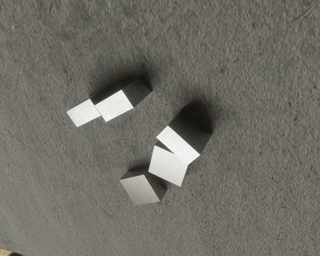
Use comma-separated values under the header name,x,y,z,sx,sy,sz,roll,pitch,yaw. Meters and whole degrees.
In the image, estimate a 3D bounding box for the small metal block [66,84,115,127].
name,x,y,z,sx,sy,sz,roll,pitch,yaw
small metal block,-0.089,-0.030,0.419,0.050,0.050,0.025,-22,107,36

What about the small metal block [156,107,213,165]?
name,x,y,z,sx,sy,sz,roll,pitch,yaw
small metal block,0.031,0.009,0.380,0.050,0.050,0.025,42,129,-1

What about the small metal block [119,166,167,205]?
name,x,y,z,sx,sy,sz,roll,pitch,yaw
small metal block,-0.026,0.088,0.475,0.050,0.025,0.050,-18,109,35

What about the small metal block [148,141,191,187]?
name,x,y,z,sx,sy,sz,roll,pitch,yaw
small metal block,0.016,0.046,0.427,0.050,0.025,0.050,23,127,13

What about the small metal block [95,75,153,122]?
name,x,y,z,sx,sy,sz,roll,pitch,yaw
small metal block,-0.045,-0.038,0.391,0.050,0.050,0.025,-23,106,36
